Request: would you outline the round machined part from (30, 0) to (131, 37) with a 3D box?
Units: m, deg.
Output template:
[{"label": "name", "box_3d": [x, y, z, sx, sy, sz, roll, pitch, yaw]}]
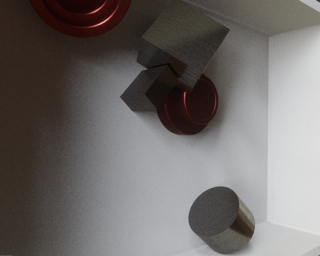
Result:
[{"label": "round machined part", "box_3d": [-0.080, -0.145, 0.308, 0.099, 0.042, 0.097, -10, 132, -12]}]

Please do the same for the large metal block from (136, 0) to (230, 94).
[{"label": "large metal block", "box_3d": [0.028, -0.104, 0.392, 0.080, 0.050, 0.080, 32, 65, 3]}]

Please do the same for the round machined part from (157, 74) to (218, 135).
[{"label": "round machined part", "box_3d": [0.044, -0.039, 0.435, 0.099, 0.042, 0.097, 0, 90, -40]}]

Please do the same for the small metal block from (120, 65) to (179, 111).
[{"label": "small metal block", "box_3d": [-0.013, -0.048, 0.381, 0.025, 0.050, 0.050, 51, 60, -29]}]

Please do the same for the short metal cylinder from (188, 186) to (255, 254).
[{"label": "short metal cylinder", "box_3d": [0.089, 0.132, 0.448, 0.050, 0.080, 0.080, 49, 61, -29]}]
